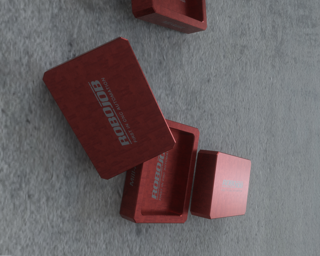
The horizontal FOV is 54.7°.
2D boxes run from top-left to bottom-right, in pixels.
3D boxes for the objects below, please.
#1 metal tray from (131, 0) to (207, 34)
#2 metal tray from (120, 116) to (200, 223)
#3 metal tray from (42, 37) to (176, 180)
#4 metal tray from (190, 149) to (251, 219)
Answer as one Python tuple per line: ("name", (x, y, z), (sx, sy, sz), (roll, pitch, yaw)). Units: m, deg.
("metal tray", (0.015, -0.177, 0.394), (0.131, 0.030, 0.089), (-9, 96, -54))
("metal tray", (0.003, 0.056, 0.405), (0.091, 0.030, 0.129), (15, 80, -39))
("metal tray", (-0.050, -0.019, 0.331), (0.090, 0.030, 0.129), (-26, 110, -2))
("metal tray", (0.096, 0.085, 0.465), (0.131, 0.030, 0.090), (17, 79, -53))
